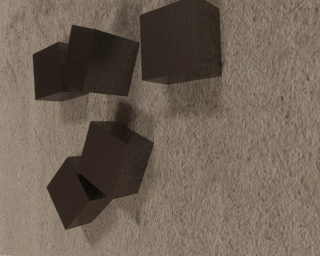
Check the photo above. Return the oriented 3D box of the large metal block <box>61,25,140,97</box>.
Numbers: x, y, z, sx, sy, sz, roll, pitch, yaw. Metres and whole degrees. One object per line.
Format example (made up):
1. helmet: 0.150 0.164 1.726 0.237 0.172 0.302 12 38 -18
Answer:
1. large metal block: -0.082 -0.092 0.435 0.050 0.081 0.079 23 104 37

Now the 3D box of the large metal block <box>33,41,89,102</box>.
1. large metal block: -0.169 -0.092 0.525 0.080 0.050 0.080 -8 85 39

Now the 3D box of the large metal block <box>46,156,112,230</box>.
1. large metal block: -0.126 0.100 0.490 0.080 0.050 0.080 -50 61 28

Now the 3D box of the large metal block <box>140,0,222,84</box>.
1. large metal block: 0.024 -0.099 0.367 0.080 0.050 0.079 -3 88 39

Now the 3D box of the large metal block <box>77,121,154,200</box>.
1. large metal block: -0.065 0.042 0.440 0.080 0.050 0.079 28 108 36
